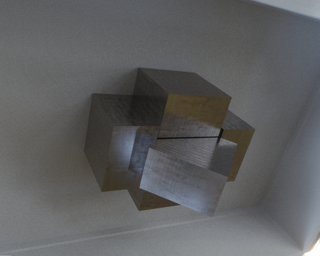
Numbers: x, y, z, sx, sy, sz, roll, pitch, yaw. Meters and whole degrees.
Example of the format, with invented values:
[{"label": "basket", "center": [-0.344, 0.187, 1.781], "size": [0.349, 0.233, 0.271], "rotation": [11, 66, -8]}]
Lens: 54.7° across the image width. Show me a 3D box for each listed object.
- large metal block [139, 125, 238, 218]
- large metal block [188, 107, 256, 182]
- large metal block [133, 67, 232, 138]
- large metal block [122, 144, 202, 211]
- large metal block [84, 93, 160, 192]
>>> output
[{"label": "large metal block", "center": [0.034, 0.041, 0.342], "size": [0.080, 0.080, 0.050], "rotation": [-46, 153, -62]}, {"label": "large metal block", "center": [0.070, 0.018, 0.418], "size": [0.050, 0.080, 0.079], "rotation": [0, 119, -29]}, {"label": "large metal block", "center": [0.022, -0.031, 0.364], "size": [0.081, 0.080, 0.050], "rotation": [0, 119, -28]}, {"label": "large metal block", "center": [-0.001, 0.057, 0.406], "size": [0.081, 0.080, 0.050], "rotation": [0, 119, -28]}, {"label": "large metal block", "center": [-0.048, 0.014, 0.355], "size": [0.050, 0.080, 0.079], "rotation": [0, 119, -29]}]
